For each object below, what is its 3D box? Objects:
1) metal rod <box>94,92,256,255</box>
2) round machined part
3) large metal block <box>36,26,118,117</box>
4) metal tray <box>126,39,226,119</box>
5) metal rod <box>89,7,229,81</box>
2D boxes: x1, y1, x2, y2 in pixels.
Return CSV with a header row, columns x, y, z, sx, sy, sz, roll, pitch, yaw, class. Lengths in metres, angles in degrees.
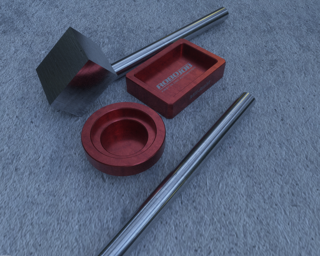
x,y,z,sx,sy,sz,roll,pitch,yaw,class
0.030,0.050,0.361,0.025,0.025,0.301,31,56,23,metal rod
-0.042,0.017,0.377,0.099,0.042,0.098,0,50,0,round machined part
-0.116,-0.076,0.423,0.080,0.050,0.080,-45,54,16,large metal block
0.025,-0.079,0.466,0.090,0.030,0.131,35,58,25,metal tray
0.008,-0.140,0.520,0.302,0.025,0.025,-34,58,-26,metal rod
